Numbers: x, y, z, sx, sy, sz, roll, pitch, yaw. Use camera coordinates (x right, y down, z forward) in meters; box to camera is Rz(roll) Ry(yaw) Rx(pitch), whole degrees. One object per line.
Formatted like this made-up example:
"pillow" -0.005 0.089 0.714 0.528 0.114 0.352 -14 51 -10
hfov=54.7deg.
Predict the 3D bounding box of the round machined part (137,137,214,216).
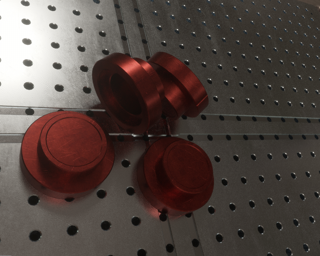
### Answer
"round machined part" 0.025 0.054 0.380 0.099 0.042 0.098 14 56 -21

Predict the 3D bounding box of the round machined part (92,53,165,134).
"round machined part" -0.033 -0.044 0.369 0.042 0.098 0.098 -38 83 -31

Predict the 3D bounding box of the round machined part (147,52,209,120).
"round machined part" 0.013 -0.048 0.407 0.098 0.098 0.042 44 78 2

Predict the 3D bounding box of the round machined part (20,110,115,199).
"round machined part" -0.096 0.022 0.333 0.099 0.042 0.098 14 56 -21
